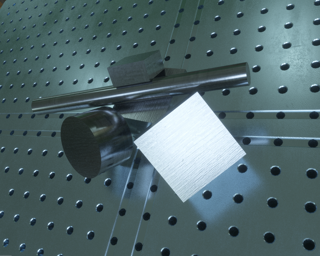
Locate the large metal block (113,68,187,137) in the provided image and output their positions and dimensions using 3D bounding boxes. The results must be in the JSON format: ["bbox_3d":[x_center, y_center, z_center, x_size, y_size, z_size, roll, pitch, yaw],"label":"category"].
[{"bbox_3d":[-0.007,-0.033,0.411,0.080,0.050,0.080,12,67,33],"label":"large metal block"}]

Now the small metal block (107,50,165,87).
[{"bbox_3d":[-0.029,-0.074,0.385,0.050,0.025,0.050,-6,24,25],"label":"small metal block"}]

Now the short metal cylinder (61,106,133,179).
[{"bbox_3d":[-0.081,0.017,0.392,0.080,0.079,0.050,21,30,36],"label":"short metal cylinder"}]

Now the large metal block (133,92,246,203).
[{"bbox_3d":[0.030,0.018,0.334,0.080,0.050,0.080,-39,95,2],"label":"large metal block"}]

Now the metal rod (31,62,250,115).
[{"bbox_3d":[-0.043,-0.044,0.389,0.300,0.025,0.025,-5,59,25],"label":"metal rod"}]
